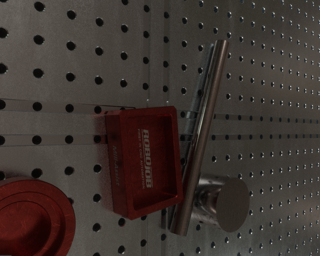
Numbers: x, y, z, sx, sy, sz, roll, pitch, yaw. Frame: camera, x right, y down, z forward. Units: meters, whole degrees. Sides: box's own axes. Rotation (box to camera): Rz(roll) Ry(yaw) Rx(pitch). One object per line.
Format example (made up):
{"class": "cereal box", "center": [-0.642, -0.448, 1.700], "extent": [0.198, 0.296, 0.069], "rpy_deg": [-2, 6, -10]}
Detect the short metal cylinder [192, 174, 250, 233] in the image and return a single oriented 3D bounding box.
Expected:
{"class": "short metal cylinder", "center": [0.092, 0.113, 0.473], "extent": [0.081, 0.050, 0.079], "rpy_deg": [0, 90, -40]}

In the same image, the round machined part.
{"class": "round machined part", "center": [-0.134, 0.094, 0.287], "extent": [0.099, 0.042, 0.097], "rpy_deg": [0, 90, -40]}

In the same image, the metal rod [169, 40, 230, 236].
{"class": "metal rod", "center": [0.063, 0.006, 0.463], "extent": [0.025, 0.025, 0.299], "rpy_deg": [25, 75, -38]}

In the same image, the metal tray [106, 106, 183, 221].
{"class": "metal tray", "center": [-0.017, 0.039, 0.393], "extent": [0.091, 0.030, 0.129], "rpy_deg": [-8, 95, -40]}
